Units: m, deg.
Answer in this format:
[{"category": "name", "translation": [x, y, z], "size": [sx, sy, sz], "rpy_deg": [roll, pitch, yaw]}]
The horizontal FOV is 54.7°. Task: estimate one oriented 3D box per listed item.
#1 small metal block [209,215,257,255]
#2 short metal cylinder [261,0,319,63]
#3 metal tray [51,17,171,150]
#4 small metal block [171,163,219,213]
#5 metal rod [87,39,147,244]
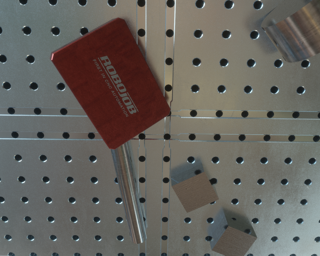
[{"category": "small metal block", "translation": [0.112, 0.171, 0.478], "size": [0.050, 0.025, 0.050], "rpy_deg": [25, 108, -9]}, {"category": "short metal cylinder", "translation": [0.162, -0.118, 0.343], "size": [0.080, 0.080, 0.050], "rpy_deg": [-39, 106, 13]}, {"category": "metal tray", "translation": [-0.055, -0.051, 0.368], "size": [0.090, 0.030, 0.130], "rpy_deg": [-34, 115, -11]}, {"category": "small metal block", "translation": [0.050, 0.087, 0.446], "size": [0.050, 0.025, 0.050], "rpy_deg": [-26, 108, 9]}, {"category": "metal rod", "translation": [-0.054, 0.031, 0.423], "size": [0.025, 0.025, 0.298], "rpy_deg": [-8, 110, 2]}]
